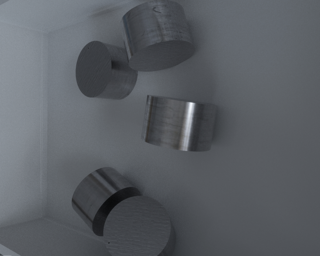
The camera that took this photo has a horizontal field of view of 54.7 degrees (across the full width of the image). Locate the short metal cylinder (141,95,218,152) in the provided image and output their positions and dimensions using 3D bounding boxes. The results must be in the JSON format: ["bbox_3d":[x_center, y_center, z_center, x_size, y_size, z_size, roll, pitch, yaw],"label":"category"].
[{"bbox_3d":[0.022,-0.007,0.353,0.080,0.081,0.050,14,99,39],"label":"short metal cylinder"}]

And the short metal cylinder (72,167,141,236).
[{"bbox_3d":[-0.074,0.102,0.432,0.050,0.081,0.079,34,111,35],"label":"short metal cylinder"}]

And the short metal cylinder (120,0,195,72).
[{"bbox_3d":[-0.004,-0.108,0.374,0.080,0.081,0.050,-22,76,38],"label":"short metal cylinder"}]

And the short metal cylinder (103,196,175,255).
[{"bbox_3d":[-0.023,0.131,0.383,0.080,0.050,0.080,-5,55,7],"label":"short metal cylinder"}]

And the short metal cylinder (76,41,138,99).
[{"bbox_3d":[-0.079,-0.083,0.456,0.080,0.050,0.080,0,90,40],"label":"short metal cylinder"}]
